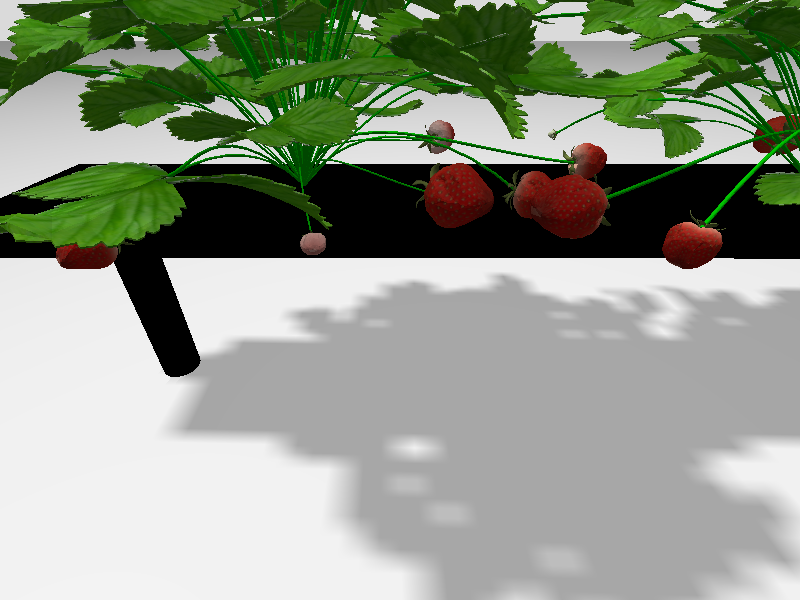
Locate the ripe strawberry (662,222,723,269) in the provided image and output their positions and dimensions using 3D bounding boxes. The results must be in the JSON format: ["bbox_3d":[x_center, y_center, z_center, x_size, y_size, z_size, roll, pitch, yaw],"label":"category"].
[{"bbox_3d":[0.167,-0.031,0.231,0.025,0.026,0.028,24,11,-47],"label":"ripe strawberry"}]

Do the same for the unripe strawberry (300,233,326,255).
[{"bbox_3d":[-0.052,-0.033,0.242,0.016,0.014,0.015,-8,36,-11],"label":"unripe strawberry"}]

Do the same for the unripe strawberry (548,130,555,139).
[{"bbox_3d":[0.193,-0.210,0.508,0.011,0.010,0.010,-28,42,-34],"label":"unripe strawberry"}]

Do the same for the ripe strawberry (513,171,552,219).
[{"bbox_3d":[0.098,-0.073,0.285,0.033,0.033,0.036,18,38,14],"label":"ripe strawberry"}]

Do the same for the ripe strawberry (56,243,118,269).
[{"bbox_3d":[-0.179,-0.029,0.227,0.027,0.028,0.029,20,46,26],"label":"ripe strawberry"}]

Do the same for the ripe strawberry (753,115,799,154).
[{"bbox_3d":[0.408,-0.178,0.430,0.045,0.039,0.046,13,36,18],"label":"ripe strawberry"}]

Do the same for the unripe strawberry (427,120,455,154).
[{"bbox_3d":[0.045,-0.177,0.435,0.033,0.034,0.030,-25,42,-32],"label":"unripe strawberry"}]

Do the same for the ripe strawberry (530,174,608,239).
[{"bbox_3d":[0.104,-0.058,0.256,0.041,0.041,0.045,-13,37,-18],"label":"ripe strawberry"}]

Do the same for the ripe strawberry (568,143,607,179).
[{"bbox_3d":[0.168,-0.123,0.357,0.031,0.033,0.029,-1,35,-3],"label":"ripe strawberry"}]

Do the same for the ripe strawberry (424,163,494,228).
[{"bbox_3d":[0.040,-0.068,0.268,0.043,0.043,0.047,23,40,28],"label":"ripe strawberry"}]
